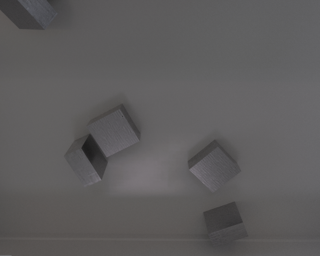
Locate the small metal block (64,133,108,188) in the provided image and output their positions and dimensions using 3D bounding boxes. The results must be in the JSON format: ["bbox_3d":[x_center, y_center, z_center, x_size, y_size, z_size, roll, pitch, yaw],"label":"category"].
[{"bbox_3d":[-0.097,0.042,0.413,0.025,0.050,0.050,-25,108,9],"label":"small metal block"}]

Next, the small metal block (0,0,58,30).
[{"bbox_3d":[-0.150,-0.135,0.335,0.025,0.050,0.050,-63,144,-19],"label":"small metal block"}]

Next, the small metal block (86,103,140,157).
[{"bbox_3d":[-0.061,0.003,0.412,0.050,0.025,0.050,-27,108,9],"label":"small metal block"}]

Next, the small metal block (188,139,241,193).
[{"bbox_3d":[0.075,0.053,0.431,0.050,0.025,0.050,-41,105,13],"label":"small metal block"}]

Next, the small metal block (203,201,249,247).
[{"bbox_3d":[0.094,0.139,0.450,0.050,0.050,0.025,-21,109,7],"label":"small metal block"}]
